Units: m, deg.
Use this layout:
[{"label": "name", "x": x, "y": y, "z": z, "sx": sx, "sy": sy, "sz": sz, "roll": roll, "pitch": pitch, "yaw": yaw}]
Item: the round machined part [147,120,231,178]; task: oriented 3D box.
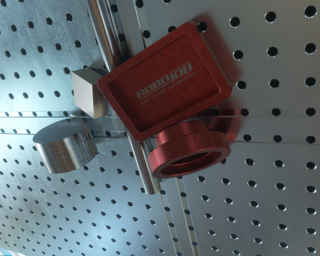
[{"label": "round machined part", "x": 0.032, "y": 0.024, "z": 0.374, "sx": 0.098, "sy": 0.099, "sz": 0.042, "roll": -35, "pitch": 62, "yaw": 38}]

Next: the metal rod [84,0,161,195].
[{"label": "metal rod", "x": -0.045, "y": -0.037, "z": 0.410, "sx": 0.025, "sy": 0.025, "sz": 0.298, "roll": -1, "pitch": 118, "yaw": 28}]

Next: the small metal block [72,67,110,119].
[{"label": "small metal block", "x": -0.093, "y": -0.048, "z": 0.417, "sx": 0.050, "sy": 0.025, "sz": 0.050, "roll": 34, "pitch": 133, "yaw": 36}]

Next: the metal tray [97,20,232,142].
[{"label": "metal tray", "x": 0.005, "y": -0.050, "z": 0.355, "sx": 0.130, "sy": 0.030, "sz": 0.090, "roll": -27, "pitch": 104, "yaw": 24}]

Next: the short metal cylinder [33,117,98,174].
[{"label": "short metal cylinder", "x": -0.140, "y": 0.024, "z": 0.462, "sx": 0.080, "sy": 0.080, "sz": 0.050, "roll": 0, "pitch": 118, "yaw": 28}]
